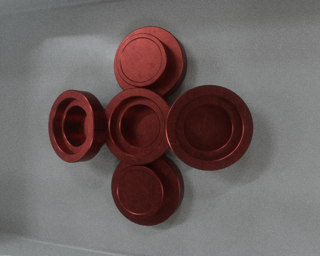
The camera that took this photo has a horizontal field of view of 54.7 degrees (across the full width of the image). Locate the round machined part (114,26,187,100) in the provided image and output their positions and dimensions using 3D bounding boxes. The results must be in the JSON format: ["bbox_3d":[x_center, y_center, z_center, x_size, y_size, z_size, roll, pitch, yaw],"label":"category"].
[{"bbox_3d":[-0.017,-0.085,0.406,0.098,0.042,0.097,0,90,20],"label":"round machined part"}]

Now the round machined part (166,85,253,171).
[{"bbox_3d":[0.057,0.000,0.371,0.099,0.042,0.097,0,90,3],"label":"round machined part"}]

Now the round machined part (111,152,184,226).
[{"bbox_3d":[-0.021,0.080,0.407,0.098,0.042,0.097,0,90,20],"label":"round machined part"}]

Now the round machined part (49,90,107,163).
[{"bbox_3d":[-0.108,-0.002,0.429,0.098,0.042,0.097,0,90,37],"label":"round machined part"}]

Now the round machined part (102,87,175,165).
[{"bbox_3d":[-0.023,-0.002,0.407,0.098,0.042,0.097,0,90,20],"label":"round machined part"}]
